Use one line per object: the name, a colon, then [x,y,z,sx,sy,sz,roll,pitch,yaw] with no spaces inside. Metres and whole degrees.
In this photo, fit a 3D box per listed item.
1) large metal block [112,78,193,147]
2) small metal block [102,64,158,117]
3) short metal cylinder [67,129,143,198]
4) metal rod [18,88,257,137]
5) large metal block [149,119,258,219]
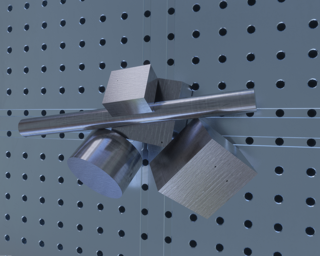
large metal block: [-0.010,-0.023,0.398,0.080,0.050,0.079,12,94,19]
small metal block: [-0.033,-0.043,0.354,0.050,0.025,0.050,-6,53,20]
short metal cylinder: [-0.070,0.046,0.398,0.080,0.080,0.050,21,54,18]
metal rod: [-0.042,-0.015,0.370,0.301,0.025,0.025,-6,88,20]
large metal block: [0.048,0.046,0.356,0.080,0.050,0.080,36,106,-29]
